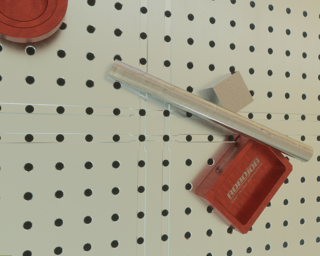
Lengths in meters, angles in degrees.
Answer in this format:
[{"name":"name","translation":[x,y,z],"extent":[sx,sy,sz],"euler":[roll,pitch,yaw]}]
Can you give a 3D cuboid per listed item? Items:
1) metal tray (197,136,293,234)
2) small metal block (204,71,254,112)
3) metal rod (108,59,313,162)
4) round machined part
[{"name":"metal tray","translation":[0.127,0.077,0.458],"extent":[0.090,0.030,0.130],"euler":[45,76,-15]},{"name":"small metal block","translation":[0.101,-0.048,0.451],"extent":[0.050,0.025,0.050],"euler":[-33,101,-17]},{"name":"metal rod","translation":[0.076,-0.019,0.420],"extent":[0.302,0.025,0.025],"euler":[23,82,-11]},{"name":"round machined part","translation":[-0.155,-0.144,0.346],"extent":[0.099,0.042,0.097],"euler":[0,90,-21]}]
